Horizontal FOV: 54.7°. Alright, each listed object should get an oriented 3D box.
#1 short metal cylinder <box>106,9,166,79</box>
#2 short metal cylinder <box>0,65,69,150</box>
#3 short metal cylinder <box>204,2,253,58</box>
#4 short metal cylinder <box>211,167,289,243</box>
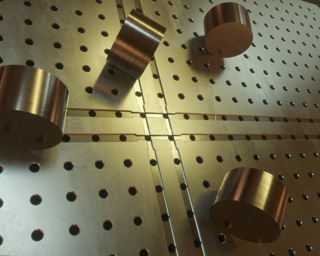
[{"bbox_3d":[-0.033,-0.114,0.424,0.050,0.080,0.080,28,52,-11],"label":"short metal cylinder"},{"bbox_3d":[-0.136,-0.018,0.310,0.081,0.080,0.050,12,57,-22],"label":"short metal cylinder"},{"bbox_3d":[0.117,-0.168,0.538,0.081,0.080,0.050,14,56,-20],"label":"short metal cylinder"},{"bbox_3d":[0.109,0.093,0.374,0.080,0.080,0.050,37,51,-4],"label":"short metal cylinder"}]
